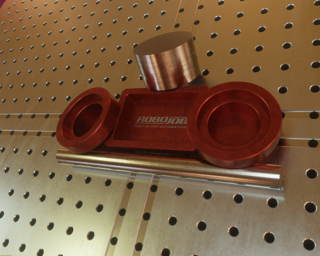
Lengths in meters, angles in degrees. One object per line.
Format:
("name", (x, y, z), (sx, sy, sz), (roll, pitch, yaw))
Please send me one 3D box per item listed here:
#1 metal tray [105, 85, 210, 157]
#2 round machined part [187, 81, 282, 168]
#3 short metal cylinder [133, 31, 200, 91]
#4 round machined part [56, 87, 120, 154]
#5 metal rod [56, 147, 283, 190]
("metal tray", (0.000, -0.009, 0.405), (0.130, 0.030, 0.090), (1, 63, 28))
("round machined part", (0.082, -0.001, 0.343), (0.098, 0.042, 0.098), (-9, 58, 14))
("short metal cylinder", (0.010, -0.092, 0.420), (0.080, 0.050, 0.080), (-13, 31, 8))
("round machined part", (-0.096, -0.006, 0.441), (0.098, 0.042, 0.098), (-20, 49, 25))
("metal rod", (-0.011, 0.045, 0.381), (0.300, 0.025, 0.025), (2, 63, 29))
